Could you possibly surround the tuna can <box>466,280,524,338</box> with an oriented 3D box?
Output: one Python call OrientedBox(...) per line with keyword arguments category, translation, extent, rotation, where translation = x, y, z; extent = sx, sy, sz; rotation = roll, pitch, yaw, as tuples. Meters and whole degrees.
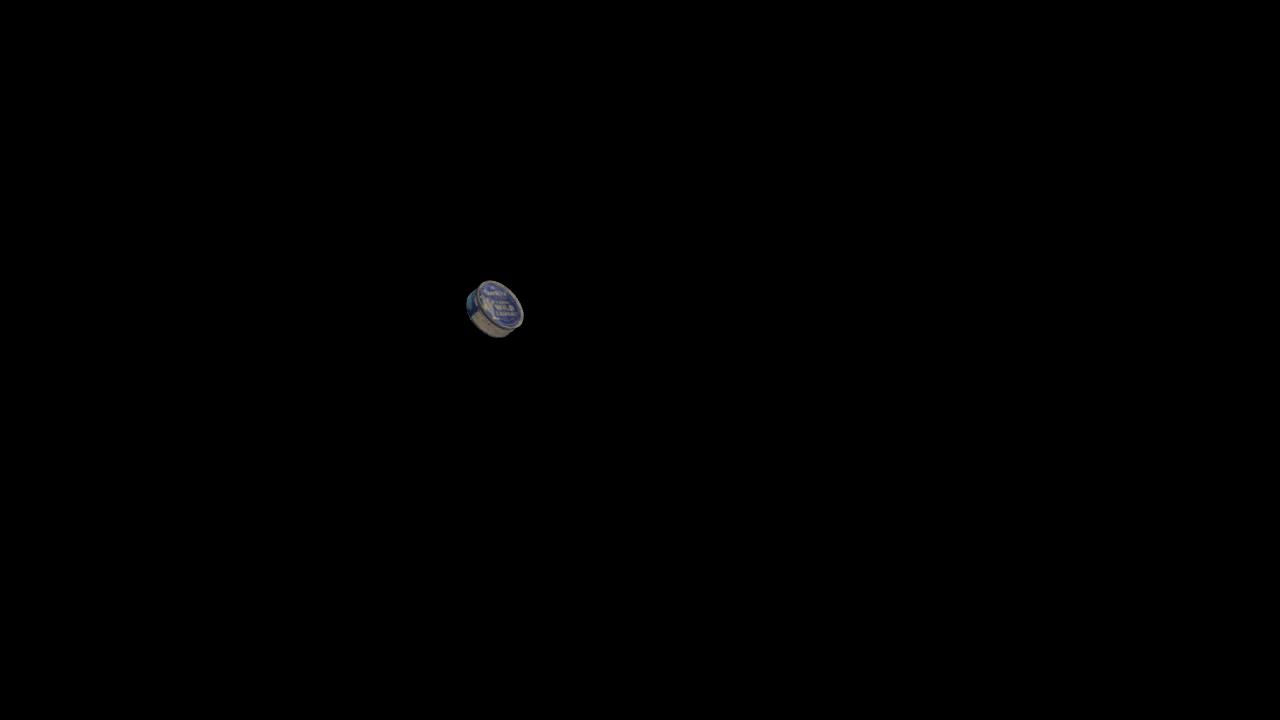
OrientedBox(category="tuna can", translation=(-0.218, -0.076, 0.925), extent=(0.034, 0.084, 0.084), rotation=(-32, -17, 29))
